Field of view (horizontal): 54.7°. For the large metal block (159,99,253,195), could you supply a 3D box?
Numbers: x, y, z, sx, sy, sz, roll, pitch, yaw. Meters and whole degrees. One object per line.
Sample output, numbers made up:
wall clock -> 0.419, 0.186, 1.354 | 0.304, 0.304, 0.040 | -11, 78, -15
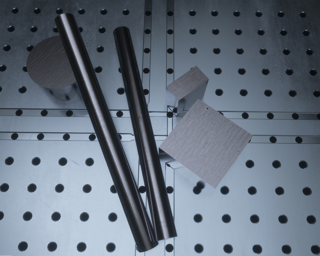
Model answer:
large metal block -> 0.055, 0.024, 0.390 | 0.080, 0.050, 0.080 | 36, 74, 12

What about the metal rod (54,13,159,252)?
metal rod -> -0.067, 0.001, 0.376 | 0.025, 0.025, 0.299 | -20, 84, -7

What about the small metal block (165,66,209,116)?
small metal block -> 0.035, -0.049, 0.417 | 0.050, 0.050, 0.025 | -36, 74, -12

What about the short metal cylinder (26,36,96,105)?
short metal cylinder -> -0.133, -0.078, 0.426 | 0.081, 0.050, 0.080 | 0, 70, 0

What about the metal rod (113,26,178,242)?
metal rod -> -0.025, -0.008, 0.408 | 0.025, 0.025, 0.299 | -12, 68, -4
